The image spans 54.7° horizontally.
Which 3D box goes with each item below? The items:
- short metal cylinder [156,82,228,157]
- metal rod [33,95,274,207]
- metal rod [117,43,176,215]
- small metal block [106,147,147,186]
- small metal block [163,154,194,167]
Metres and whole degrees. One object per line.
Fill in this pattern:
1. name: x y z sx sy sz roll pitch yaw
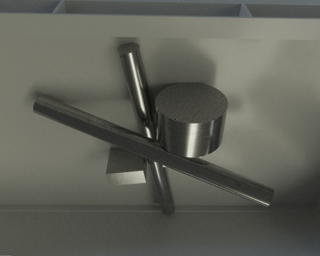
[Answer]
1. short metal cylinder: 0.036 -0.011 0.364 0.081 0.080 0.050 -1 130 0
2. metal rod: -0.010 0.026 0.375 0.301 0.025 0.025 22 129 3
3. metal rod: -0.010 0.026 0.430 0.025 0.025 0.298 -7 130 6
4. small metal block: -0.046 0.052 0.436 0.050 0.050 0.025 -6 130 4
5. small metal block: 0.028 0.023 0.413 0.050 0.050 0.025 -4 130 3
